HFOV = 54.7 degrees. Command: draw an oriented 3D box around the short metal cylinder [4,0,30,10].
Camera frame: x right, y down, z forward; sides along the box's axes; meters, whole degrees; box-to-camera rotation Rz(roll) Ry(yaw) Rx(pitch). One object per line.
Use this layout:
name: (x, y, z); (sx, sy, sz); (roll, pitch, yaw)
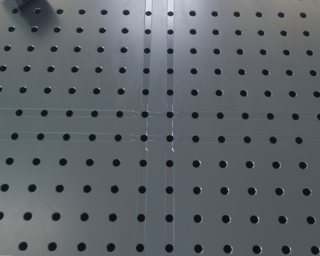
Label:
short metal cylinder: (-0.224, -0.228, 0.464); (0.080, 0.080, 0.050); (39, 75, 13)
